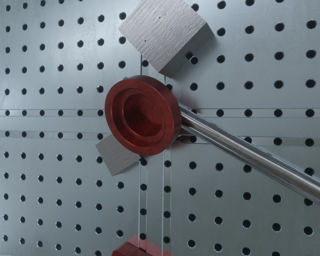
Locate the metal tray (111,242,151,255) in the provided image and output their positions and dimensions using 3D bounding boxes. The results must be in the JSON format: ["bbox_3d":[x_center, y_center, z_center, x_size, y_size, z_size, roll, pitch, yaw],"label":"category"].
[{"bbox_3d":[-0.039,0.237,0.422,0.090,0.030,0.129,22,97,18],"label":"metal tray"}]

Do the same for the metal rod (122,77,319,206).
[{"bbox_3d":[0.074,0.012,0.385,0.301,0.025,0.025,30,100,17],"label":"metal rod"}]

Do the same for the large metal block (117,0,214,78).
[{"bbox_3d":[0.008,-0.123,0.396,0.080,0.050,0.080,-45,77,14],"label":"large metal block"}]

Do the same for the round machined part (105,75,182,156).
[{"bbox_3d":[-0.017,-0.018,0.384,0.098,0.042,0.097,13,118,26],"label":"round machined part"}]

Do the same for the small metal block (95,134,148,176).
[{"bbox_3d":[-0.053,0.032,0.430,0.050,0.025,0.050,-34,80,16],"label":"small metal block"}]
